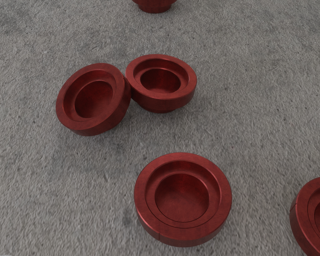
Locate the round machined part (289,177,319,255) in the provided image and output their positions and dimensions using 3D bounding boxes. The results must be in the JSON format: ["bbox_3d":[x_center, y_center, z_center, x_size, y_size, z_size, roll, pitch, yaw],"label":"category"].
[{"bbox_3d":[0.179,0.100,0.309,0.099,0.042,0.098,0,50,0],"label":"round machined part"}]

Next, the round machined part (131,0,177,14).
[{"bbox_3d":[-0.011,-0.263,0.613,0.099,0.042,0.098,0,50,0],"label":"round machined part"}]

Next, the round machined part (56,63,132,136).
[{"bbox_3d":[-0.082,-0.033,0.404,0.098,0.042,0.098,-9,61,18],"label":"round machined part"}]

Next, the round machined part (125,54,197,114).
[{"bbox_3d":[0.000,-0.058,0.436,0.099,0.042,0.098,5,47,-5],"label":"round machined part"}]

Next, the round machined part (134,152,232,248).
[{"bbox_3d":[0.023,0.077,0.327,0.099,0.042,0.098,0,50,0],"label":"round machined part"}]
